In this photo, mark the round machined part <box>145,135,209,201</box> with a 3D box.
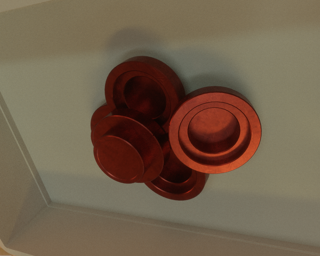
[{"bbox_3d":[0.019,0.045,0.412,0.098,0.042,0.097,13,124,20],"label":"round machined part"}]

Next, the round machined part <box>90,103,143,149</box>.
[{"bbox_3d":[-0.056,0.012,0.428,0.098,0.042,0.097,13,124,20],"label":"round machined part"}]

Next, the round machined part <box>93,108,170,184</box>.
[{"bbox_3d":[-0.041,0.029,0.377,0.098,0.042,0.097,13,124,20],"label":"round machined part"}]

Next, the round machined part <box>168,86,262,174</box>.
[{"bbox_3d":[0.060,-0.001,0.349,0.099,0.042,0.097,2,114,4],"label":"round machined part"}]

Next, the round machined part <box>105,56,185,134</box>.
[{"bbox_3d":[-0.014,-0.040,0.377,0.098,0.042,0.097,13,124,20],"label":"round machined part"}]
